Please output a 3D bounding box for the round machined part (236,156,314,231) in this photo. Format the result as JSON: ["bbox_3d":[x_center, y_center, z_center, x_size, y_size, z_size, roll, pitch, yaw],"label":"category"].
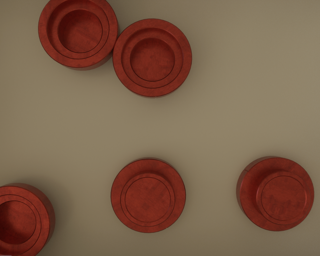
[{"bbox_3d":[0.154,0.087,0.405,0.099,0.042,0.097,0,90,-1],"label":"round machined part"}]

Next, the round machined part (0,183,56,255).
[{"bbox_3d":[-0.184,0.119,0.401,0.099,0.042,0.097,0,90,-1],"label":"round machined part"}]

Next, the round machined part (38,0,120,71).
[{"bbox_3d":[-0.101,-0.123,0.402,0.099,0.042,0.097,0,90,-1],"label":"round machined part"}]

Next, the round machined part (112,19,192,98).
[{"bbox_3d":[-0.010,-0.087,0.403,0.099,0.042,0.097,0,90,-1],"label":"round machined part"}]

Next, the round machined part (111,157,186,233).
[{"bbox_3d":[-0.015,0.089,0.403,0.099,0.042,0.097,0,90,-1],"label":"round machined part"}]
